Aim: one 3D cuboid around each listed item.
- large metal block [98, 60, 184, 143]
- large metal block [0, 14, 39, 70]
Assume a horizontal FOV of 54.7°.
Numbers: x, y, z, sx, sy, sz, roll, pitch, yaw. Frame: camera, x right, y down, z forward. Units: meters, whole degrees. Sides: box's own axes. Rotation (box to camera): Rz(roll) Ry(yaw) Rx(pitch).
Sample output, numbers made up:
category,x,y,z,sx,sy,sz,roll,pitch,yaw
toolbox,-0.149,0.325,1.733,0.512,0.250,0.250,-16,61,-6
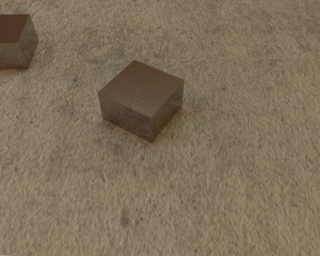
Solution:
category,x,y,z,sx,sy,sz,roll,pitch,yaw
large metal block,-0.024,-0.038,0.419,0.080,0.050,0.080,26,54,20
large metal block,-0.253,-0.140,0.501,0.081,0.050,0.080,-2,50,-2
